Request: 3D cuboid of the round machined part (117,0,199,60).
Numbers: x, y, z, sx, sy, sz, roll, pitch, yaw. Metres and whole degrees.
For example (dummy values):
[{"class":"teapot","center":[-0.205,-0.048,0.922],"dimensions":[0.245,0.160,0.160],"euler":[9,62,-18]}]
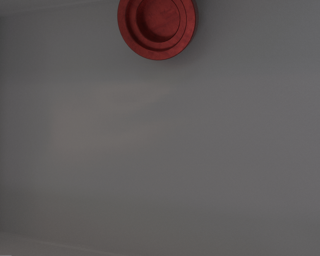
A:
[{"class":"round machined part","center":[0.000,-0.138,0.389],"dimensions":[0.098,0.042,0.097],"euler":[7,116,14]}]
